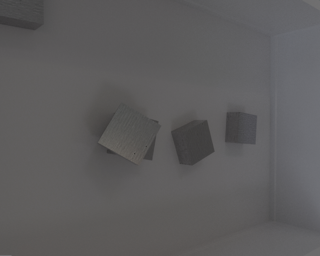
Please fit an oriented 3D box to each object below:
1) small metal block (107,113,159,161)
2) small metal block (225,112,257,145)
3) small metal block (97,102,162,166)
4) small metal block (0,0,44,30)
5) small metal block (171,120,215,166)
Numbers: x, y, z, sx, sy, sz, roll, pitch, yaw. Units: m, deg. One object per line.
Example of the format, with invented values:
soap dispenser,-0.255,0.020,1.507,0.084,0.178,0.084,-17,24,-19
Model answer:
small metal block,-0.033,0.011,0.379,0.050,0.025,0.050,15,81,-39
small metal block,0.137,0.001,0.521,0.050,0.025,0.050,7,86,-40
small metal block,-0.035,0.007,0.343,0.050,0.025,0.050,31,78,-10
small metal block,-0.139,-0.124,0.290,0.050,0.025,0.050,-2,91,-40
small metal block,0.048,0.020,0.447,0.050,0.025,0.050,-25,106,-37
